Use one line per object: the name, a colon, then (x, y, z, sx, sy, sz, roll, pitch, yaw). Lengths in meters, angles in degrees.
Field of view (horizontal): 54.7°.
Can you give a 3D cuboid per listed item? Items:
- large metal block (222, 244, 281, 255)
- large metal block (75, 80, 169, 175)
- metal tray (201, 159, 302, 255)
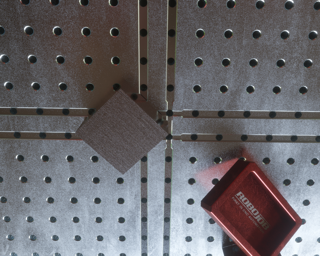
large metal block: (0.151, 0.225, 0.484, 0.080, 0.050, 0.080, -18, 110, 6)
large metal block: (-0.046, -0.002, 0.399, 0.080, 0.050, 0.080, -42, 105, 14)
metal tray: (0.130, 0.119, 0.434, 0.090, 0.030, 0.130, -45, 105, -13)
